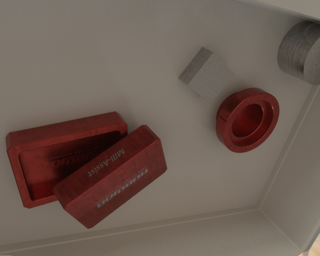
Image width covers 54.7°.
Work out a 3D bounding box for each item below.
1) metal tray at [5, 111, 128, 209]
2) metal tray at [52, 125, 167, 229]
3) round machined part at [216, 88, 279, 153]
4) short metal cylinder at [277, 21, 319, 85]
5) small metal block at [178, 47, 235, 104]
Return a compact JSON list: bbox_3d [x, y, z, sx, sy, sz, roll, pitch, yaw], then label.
[{"bbox_3d":[-0.104,0.037,0.372,0.131,0.030,0.089,-13,124,-22],"label":"metal tray"},{"bbox_3d":[-0.054,0.063,0.386,0.131,0.030,0.090,-36,150,-15],"label":"metal tray"},{"bbox_3d":[0.123,-0.015,0.458,0.099,0.042,0.097,-14,125,-21],"label":"round machined part"},{"bbox_3d":[0.220,-0.109,0.448,0.081,0.050,0.079,-14,125,-21],"label":"short metal cylinder"},{"bbox_3d":[0.061,-0.068,0.402,0.050,0.025,0.050,32,100,-39],"label":"small metal block"}]
